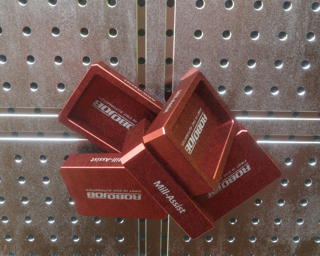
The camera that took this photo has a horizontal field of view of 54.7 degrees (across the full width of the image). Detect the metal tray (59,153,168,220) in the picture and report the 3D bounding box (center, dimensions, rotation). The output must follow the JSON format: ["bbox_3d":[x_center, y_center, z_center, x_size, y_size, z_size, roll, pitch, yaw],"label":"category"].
[{"bbox_3d":[-0.057,0.078,0.413,0.130,0.030,0.089,-2,122,16],"label":"metal tray"}]

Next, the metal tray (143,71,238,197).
[{"bbox_3d":[0.043,0.002,0.359,0.030,0.130,0.090,-27,111,39],"label":"metal tray"}]

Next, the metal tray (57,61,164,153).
[{"bbox_3d":[-0.052,-0.014,0.405,0.130,0.030,0.090,34,106,-12],"label":"metal tray"}]

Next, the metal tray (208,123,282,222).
[{"bbox_3d":[0.089,0.066,0.435,0.130,0.030,0.090,-39,106,13],"label":"metal tray"}]

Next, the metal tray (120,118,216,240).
[{"bbox_3d":[0.010,0.057,0.367,0.030,0.090,0.130,-37,107,12],"label":"metal tray"}]
